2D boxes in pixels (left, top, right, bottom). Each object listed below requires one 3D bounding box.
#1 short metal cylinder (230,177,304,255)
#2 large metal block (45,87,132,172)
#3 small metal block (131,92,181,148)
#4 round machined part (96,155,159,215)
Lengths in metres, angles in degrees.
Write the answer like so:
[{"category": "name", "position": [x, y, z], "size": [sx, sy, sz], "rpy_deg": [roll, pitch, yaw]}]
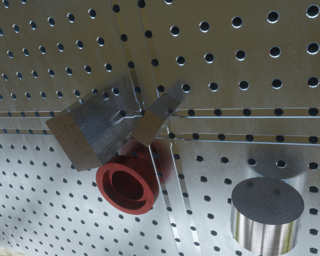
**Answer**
[{"category": "short metal cylinder", "position": [0.127, 0.104, 0.373], "size": [0.080, 0.080, 0.050], "rpy_deg": [9, 122, 24]}, {"category": "large metal block", "position": [-0.093, 0.001, 0.426], "size": [0.050, 0.080, 0.080], "rpy_deg": [-16, 110, 35]}, {"category": "small metal block", "position": [-0.005, -0.011, 0.391], "size": [0.025, 0.050, 0.050], "rpy_deg": [36, 129, 4]}, {"category": "round machined part", "position": [-0.045, 0.082, 0.475], "size": [0.098, 0.042, 0.097], "rpy_deg": [13, 124, 21]}]
